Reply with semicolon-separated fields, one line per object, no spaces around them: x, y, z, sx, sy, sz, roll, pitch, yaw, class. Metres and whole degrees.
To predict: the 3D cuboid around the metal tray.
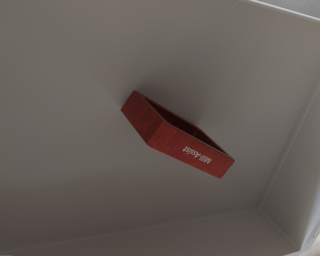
0.023;0.009;0.382;0.131;0.090;0.030;27;103;-38;metal tray
